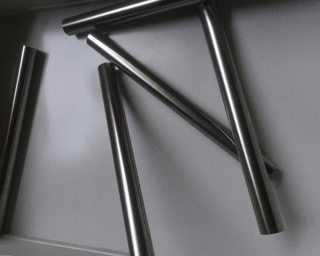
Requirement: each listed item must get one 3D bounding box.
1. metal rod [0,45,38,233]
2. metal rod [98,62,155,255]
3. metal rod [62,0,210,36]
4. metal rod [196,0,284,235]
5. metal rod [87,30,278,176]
[{"bbox_3d":[-0.235,0.020,0.491,0.025,0.025,0.298,14,95,19],"label":"metal rod"},{"bbox_3d":[-0.042,0.044,0.368,0.025,0.025,0.299,-25,61,18],"label":"metal rod"},{"bbox_3d":[-0.002,-0.158,0.389,0.300,0.025,0.025,-4,89,27],"label":"metal rod"},{"bbox_3d":[0.086,-0.032,0.361,0.025,0.025,0.299,-17,77,19],"label":"metal rod"},{"bbox_3d":[0.017,-0.038,0.403,0.300,0.025,0.025,39,102,15],"label":"metal rod"}]
